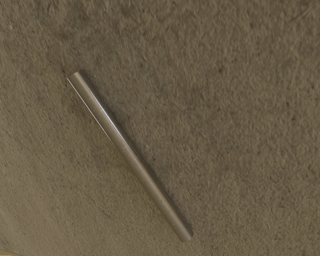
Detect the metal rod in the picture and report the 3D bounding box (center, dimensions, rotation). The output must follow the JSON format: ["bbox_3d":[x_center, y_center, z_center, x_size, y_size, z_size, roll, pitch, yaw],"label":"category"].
[{"bbox_3d":[-0.037,0.049,0.454,0.025,0.025,0.299,-23,106,36],"label":"metal rod"}]
